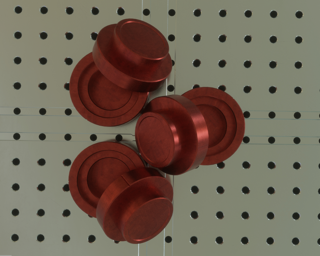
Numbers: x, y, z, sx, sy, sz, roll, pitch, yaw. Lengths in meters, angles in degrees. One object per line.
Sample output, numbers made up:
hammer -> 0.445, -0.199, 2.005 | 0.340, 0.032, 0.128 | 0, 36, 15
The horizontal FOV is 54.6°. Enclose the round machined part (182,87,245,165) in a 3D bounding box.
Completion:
round machined part -> 0.057, -0.003, 0.405 | 0.099, 0.042, 0.097 | 0, 90, 0

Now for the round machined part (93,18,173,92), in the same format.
round machined part -> -0.028, -0.094, 0.377 | 0.099, 0.042, 0.098 | 16, 49, -20

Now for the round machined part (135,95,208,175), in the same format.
round machined part -> 0.007, 0.010, 0.375 | 0.042, 0.098, 0.098 | -14, 90, -42

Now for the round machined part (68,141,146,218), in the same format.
round machined part -> -0.064, 0.065, 0.404 | 0.099, 0.042, 0.097 | 0, 90, 0

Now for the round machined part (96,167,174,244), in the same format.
round machined part -> -0.023, 0.100, 0.376 | 0.099, 0.042, 0.097 | -20, 128, -27

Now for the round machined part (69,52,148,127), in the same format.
round machined part -> -0.063, -0.050, 0.403 | 0.099, 0.042, 0.097 | 0, 90, 0
